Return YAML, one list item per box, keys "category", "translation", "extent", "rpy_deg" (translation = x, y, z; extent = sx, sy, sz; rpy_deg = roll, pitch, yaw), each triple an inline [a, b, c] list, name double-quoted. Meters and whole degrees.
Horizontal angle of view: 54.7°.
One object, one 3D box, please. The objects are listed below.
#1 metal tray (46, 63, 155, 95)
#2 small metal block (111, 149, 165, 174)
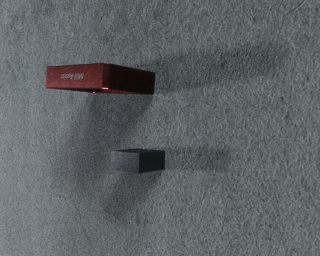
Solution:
- category: "metal tray"
  translation: [-0.083, -0.066, 0.428]
  extent: [0.130, 0.091, 0.030]
  rpy_deg: [7, 94, 39]
- category: "small metal block"
  translation: [-0.029, 0.043, 0.410]
  extent: [0.050, 0.050, 0.025]
  rpy_deg: [1, 91, 39]
